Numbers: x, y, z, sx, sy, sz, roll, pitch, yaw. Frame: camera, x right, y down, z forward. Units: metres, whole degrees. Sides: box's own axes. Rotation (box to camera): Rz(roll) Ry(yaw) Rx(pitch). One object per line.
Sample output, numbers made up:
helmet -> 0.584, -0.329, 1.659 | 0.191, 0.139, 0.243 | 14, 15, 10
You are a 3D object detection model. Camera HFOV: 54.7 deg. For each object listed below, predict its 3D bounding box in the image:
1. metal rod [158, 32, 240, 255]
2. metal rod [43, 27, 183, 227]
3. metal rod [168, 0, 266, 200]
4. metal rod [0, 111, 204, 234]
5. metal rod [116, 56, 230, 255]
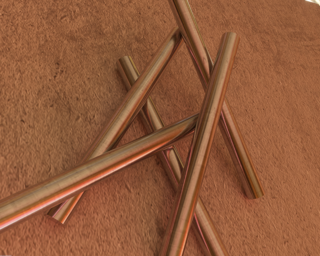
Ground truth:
metal rod -> 0.052, 0.012, 0.370 | 0.025, 0.025, 0.299 | 23, 70, -14
metal rod -> -0.037, -0.024, 0.372 | 0.025, 0.025, 0.301 | 34, 59, -6
metal rod -> 0.076, -0.047, 0.423 | 0.025, 0.025, 0.299 | -21, 88, -36
metal rod -> -0.048, 0.035, 0.316 | 0.302, 0.025, 0.025 | -24, 75, -39
metal rod -> 0.012, 0.036, 0.388 | 0.025, 0.025, 0.299 | -14, 69, -34
